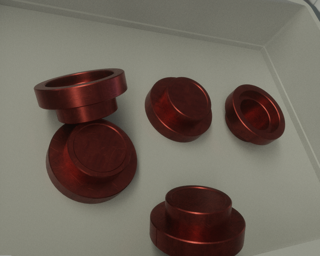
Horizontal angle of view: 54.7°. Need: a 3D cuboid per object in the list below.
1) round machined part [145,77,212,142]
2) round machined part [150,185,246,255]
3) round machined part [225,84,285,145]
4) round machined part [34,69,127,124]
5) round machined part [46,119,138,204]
[{"bbox_3d":[0.032,-0.032,0.434,0.099,0.042,0.098,14,56,-21],"label":"round machined part"},{"bbox_3d":[0.039,0.092,0.323,0.099,0.098,0.042,-5,104,-31],"label":"round machined part"},{"bbox_3d":[0.142,-0.016,0.484,0.099,0.042,0.098,14,56,-21],"label":"round machined part"},{"bbox_3d":[-0.085,-0.036,0.349,0.099,0.098,0.042,-25,115,-37],"label":"round machined part"},{"bbox_3d":[-0.070,0.030,0.340,0.099,0.042,0.098,14,56,-21],"label":"round machined part"}]
